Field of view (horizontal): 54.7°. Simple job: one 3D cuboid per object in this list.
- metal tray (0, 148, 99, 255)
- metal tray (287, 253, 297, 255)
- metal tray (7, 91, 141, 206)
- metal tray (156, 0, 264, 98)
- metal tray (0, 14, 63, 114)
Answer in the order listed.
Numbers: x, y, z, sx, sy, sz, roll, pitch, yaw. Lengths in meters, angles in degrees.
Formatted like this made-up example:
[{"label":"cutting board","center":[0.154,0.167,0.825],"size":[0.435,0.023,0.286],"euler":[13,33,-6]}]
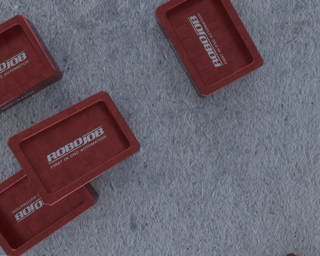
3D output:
[{"label":"metal tray","center":[-0.160,0.096,0.406],"size":[0.130,0.030,0.090],"euler":[-34,90,0]},{"label":"metal tray","center":[0.181,0.247,0.408],"size":[0.090,0.030,0.130],"euler":[32,90,0]},{"label":"metal tray","center":[-0.102,0.023,0.383],"size":[0.131,0.030,0.090],"euler":[-31,89,-21]},{"label":"metal tray","center":[0.063,-0.116,0.407],"size":[0.090,0.030,0.130],"euler":[-29,90,0]},{"label":"metal tray","center":[-0.209,-0.075,0.405],"size":[0.130,0.030,0.090],"euler":[-30,90,0]}]
